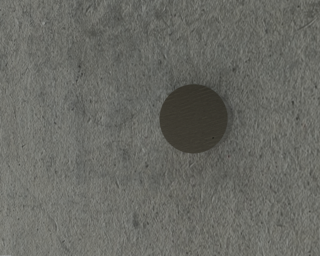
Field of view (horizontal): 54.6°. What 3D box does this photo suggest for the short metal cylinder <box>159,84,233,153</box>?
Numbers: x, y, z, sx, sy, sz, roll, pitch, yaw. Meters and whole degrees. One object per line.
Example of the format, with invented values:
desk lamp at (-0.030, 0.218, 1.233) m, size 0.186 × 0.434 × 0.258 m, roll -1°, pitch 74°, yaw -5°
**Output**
short metal cylinder at (0.046, -0.011, 0.380) m, size 0.080 × 0.050 × 0.080 m, roll 0°, pitch 90°, yaw 20°
